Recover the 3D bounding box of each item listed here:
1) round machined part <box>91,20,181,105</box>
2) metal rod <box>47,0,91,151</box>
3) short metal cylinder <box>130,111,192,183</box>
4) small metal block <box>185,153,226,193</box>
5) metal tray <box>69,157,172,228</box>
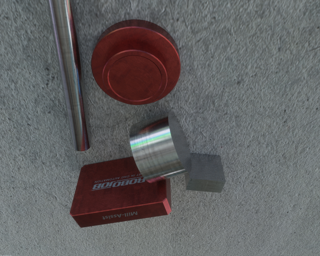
[{"bbox_3d":[-0.026,-0.064,0.341,0.099,0.042,0.097,-1,130,0],"label":"round machined part"},{"bbox_3d":[-0.099,-0.090,0.328,0.025,0.025,0.298,2,130,-2],"label":"metal rod"},{"bbox_3d":[0.003,0.024,0.392,0.050,0.080,0.080,-19,128,15],"label":"short metal cylinder"},{"bbox_3d":[0.063,0.064,0.446,0.050,0.050,0.025,6,130,-6],"label":"small metal block"},{"bbox_3d":[-0.052,0.084,0.435,0.131,0.090,0.030,-11,129,8],"label":"metal tray"}]
